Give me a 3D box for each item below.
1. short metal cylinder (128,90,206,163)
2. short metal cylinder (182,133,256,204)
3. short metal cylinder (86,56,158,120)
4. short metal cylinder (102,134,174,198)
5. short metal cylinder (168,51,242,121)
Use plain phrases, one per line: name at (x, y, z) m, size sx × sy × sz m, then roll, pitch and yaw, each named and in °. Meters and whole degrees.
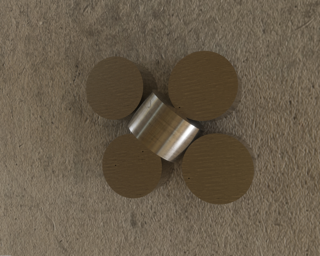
short metal cylinder at (0.008, -0.003, 0.378) m, size 0.080 × 0.080 × 0.050 m, roll 41°, pitch 103°, yaw 15°
short metal cylinder at (0.072, 0.046, 0.370) m, size 0.080 × 0.050 × 0.079 m, roll 0°, pitch 90°, yaw 19°
short metal cylinder at (-0.050, -0.050, 0.412) m, size 0.080 × 0.050 × 0.079 m, roll 0°, pitch 90°, yaw 19°
short metal cylinder at (-0.027, 0.047, 0.404) m, size 0.080 × 0.050 × 0.079 m, roll 0°, pitch 90°, yaw 19°
short metal cylinder at (0.056, -0.048, 0.375) m, size 0.080 × 0.050 × 0.079 m, roll 0°, pitch 90°, yaw 19°
